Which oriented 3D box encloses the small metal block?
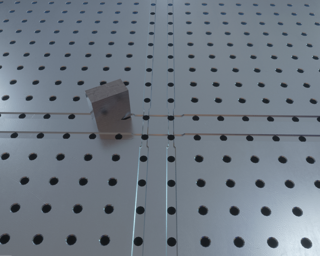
[{"bbox_3d":[-0.069,-0.033,0.419,0.050,0.050,0.025,-22,54,-18],"label":"small metal block"}]
